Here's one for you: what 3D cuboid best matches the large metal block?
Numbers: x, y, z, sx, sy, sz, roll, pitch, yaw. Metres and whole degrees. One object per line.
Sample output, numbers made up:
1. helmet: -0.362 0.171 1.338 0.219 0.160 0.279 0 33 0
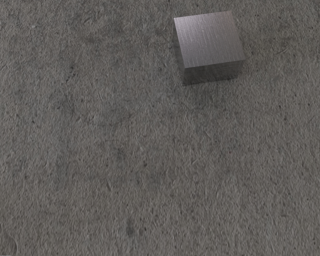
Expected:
1. large metal block: 0.065 -0.111 0.436 0.081 0.050 0.080 -9 70 -3
